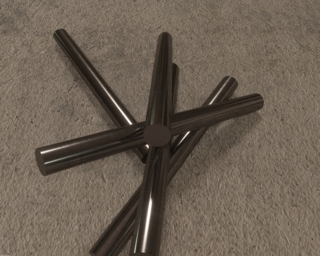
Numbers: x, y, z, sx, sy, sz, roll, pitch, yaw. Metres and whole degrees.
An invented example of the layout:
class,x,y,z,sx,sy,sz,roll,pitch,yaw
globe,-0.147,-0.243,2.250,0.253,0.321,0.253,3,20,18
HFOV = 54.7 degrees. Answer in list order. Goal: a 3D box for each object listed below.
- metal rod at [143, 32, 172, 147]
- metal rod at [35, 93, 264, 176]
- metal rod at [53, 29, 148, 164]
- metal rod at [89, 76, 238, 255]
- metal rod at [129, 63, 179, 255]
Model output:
class,x,y,z,sx,sy,sz,roll,pitch,yaw
metal rod,0.003,-0.073,0.406,0.025,0.025,0.300,2,32,1
metal rod,0.017,-0.004,0.350,0.303,0.025,0.025,-16,50,-35
metal rod,-0.091,-0.063,0.454,0.025,0.025,0.300,-26,55,-20
metal rod,0.023,0.030,0.378,0.025,0.025,0.301,26,54,20
metal rod,0.002,0.010,0.369,0.025,0.025,0.300,5,42,4
